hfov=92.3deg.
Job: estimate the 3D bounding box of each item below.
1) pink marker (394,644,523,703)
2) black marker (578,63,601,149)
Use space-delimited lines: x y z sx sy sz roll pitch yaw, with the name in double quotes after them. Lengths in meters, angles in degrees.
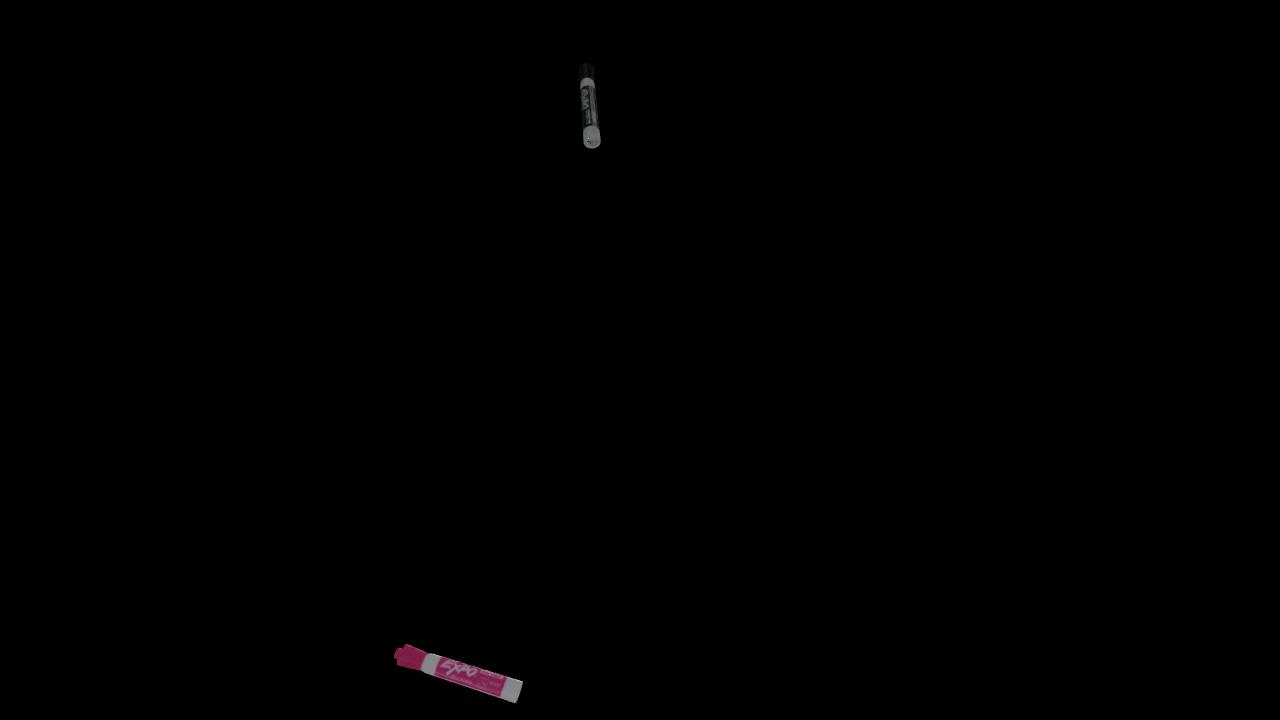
-0.168 0.289 0.568 0.121 0.020 0.020 16 1 3 "pink marker"
-0.057 -0.288 0.690 0.020 0.121 0.020 -5 -26 -2 "black marker"
